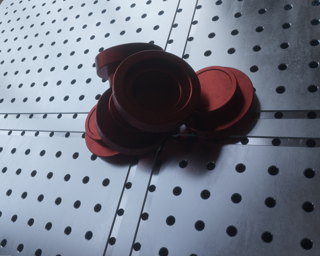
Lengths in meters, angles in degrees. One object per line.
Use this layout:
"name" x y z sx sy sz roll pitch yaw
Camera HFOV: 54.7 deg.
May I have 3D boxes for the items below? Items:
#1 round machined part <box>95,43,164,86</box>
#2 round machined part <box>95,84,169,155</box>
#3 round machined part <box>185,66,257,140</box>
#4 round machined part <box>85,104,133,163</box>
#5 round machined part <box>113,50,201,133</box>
"round machined part" -0.039 -0.080 0.436 0.098 0.098 0.042 -12 83 21
"round machined part" -0.032 -0.018 0.393 0.099 0.042 0.098 6 63 -11
"round machined part" 0.066 -0.038 0.385 0.098 0.042 0.098 -13 56 20
"round machined part" -0.064 -0.005 0.432 0.098 0.042 0.098 -13 56 20
"round machined part" -0.006 -0.039 0.361 0.099 0.042 0.098 4 65 -8
